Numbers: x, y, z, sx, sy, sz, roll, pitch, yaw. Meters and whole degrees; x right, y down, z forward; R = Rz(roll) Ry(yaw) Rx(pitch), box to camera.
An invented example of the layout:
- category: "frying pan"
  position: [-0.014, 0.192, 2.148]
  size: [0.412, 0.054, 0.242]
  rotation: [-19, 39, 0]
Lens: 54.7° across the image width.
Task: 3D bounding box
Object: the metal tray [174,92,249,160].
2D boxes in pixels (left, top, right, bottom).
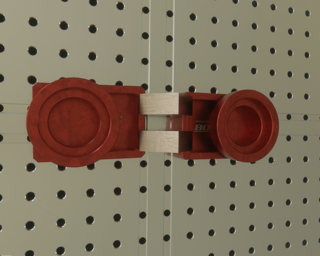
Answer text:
- category: "metal tray"
  position: [0.086, -0.002, 0.442]
  size: [0.131, 0.030, 0.089]
  rotation: [1, 90, -20]

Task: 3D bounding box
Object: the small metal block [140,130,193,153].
- category: "small metal block"
  position: [0.009, 0.016, 0.387]
  size: [0.050, 0.050, 0.025]
  rotation: [1, 90, 24]

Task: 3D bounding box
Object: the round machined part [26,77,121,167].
- category: "round machined part"
  position: [-0.098, -0.006, 0.354]
  size: [0.099, 0.042, 0.097]
  rotation: [0, 90, -20]

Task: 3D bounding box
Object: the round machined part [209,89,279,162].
- category: "round machined part"
  position: [0.112, -0.003, 0.431]
  size: [0.099, 0.042, 0.097]
  rotation: [0, 90, -20]

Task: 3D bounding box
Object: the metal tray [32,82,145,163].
- category: "metal tray"
  position: [-0.085, -0.007, 0.380]
  size: [0.131, 0.030, 0.089]
  rotation: [-1, 92, -20]

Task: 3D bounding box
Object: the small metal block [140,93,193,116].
- category: "small metal block"
  position: [0.009, -0.028, 0.387]
  size: [0.050, 0.050, 0.025]
  rotation: [1, 90, 24]
